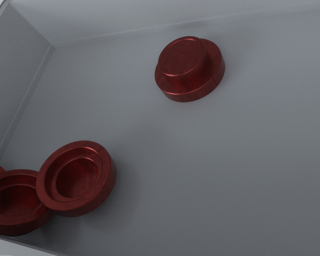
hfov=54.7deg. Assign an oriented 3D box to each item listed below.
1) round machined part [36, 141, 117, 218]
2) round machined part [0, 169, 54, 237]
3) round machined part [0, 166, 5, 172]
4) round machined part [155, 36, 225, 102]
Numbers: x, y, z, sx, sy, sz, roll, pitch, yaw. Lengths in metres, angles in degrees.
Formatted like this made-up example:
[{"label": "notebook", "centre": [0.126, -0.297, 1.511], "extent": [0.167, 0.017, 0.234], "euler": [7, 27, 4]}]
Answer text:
[{"label": "round machined part", "centre": [-0.102, 0.068, 0.397], "extent": [0.098, 0.042, 0.098], "euler": [-7, 52, 10]}, {"label": "round machined part", "centre": [-0.187, 0.102, 0.406], "extent": [0.099, 0.042, 0.098], "euler": [10, 31, -6]}, {"label": "round machined part", "centre": [-0.273, 0.095, 0.450], "extent": [0.042, 0.099, 0.098], "euler": [-50, 44, 34]}, {"label": "round machined part", "centre": [0.037, -0.088, 0.428], "extent": [0.098, 0.042, 0.098], "euler": [-13, 56, 20]}]
